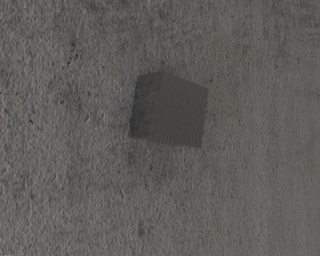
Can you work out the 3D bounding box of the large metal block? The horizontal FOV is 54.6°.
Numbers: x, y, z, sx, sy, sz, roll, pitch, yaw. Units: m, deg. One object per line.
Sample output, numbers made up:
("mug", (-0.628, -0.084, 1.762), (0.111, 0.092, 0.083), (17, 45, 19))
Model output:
("large metal block", (0.012, -0.020, 0.397), (0.081, 0.050, 0.080), (14, 82, -39))
